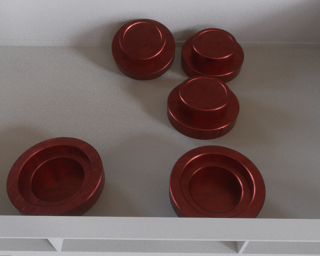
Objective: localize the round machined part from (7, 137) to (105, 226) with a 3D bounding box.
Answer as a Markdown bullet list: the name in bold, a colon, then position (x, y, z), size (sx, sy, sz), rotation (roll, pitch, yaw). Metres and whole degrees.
- **round machined part**: position (-0.110, 0.061, 0.342), size (0.099, 0.042, 0.098), rotation (0, 50, 0)

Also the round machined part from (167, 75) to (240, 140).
- **round machined part**: position (0.059, -0.035, 0.424), size (0.099, 0.042, 0.098), rotation (0, 50, 0)

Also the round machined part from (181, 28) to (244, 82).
- **round machined part**: position (0.083, -0.119, 0.487), size (0.099, 0.042, 0.098), rotation (0, 57, 0)

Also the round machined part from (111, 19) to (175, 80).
- **round machined part**: position (-0.026, -0.127, 0.477), size (0.099, 0.042, 0.098), rotation (0, 75, 0)

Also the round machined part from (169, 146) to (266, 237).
- **round machined part**: position (0.059, 0.070, 0.335), size (0.099, 0.042, 0.098), rotation (0, 50, 0)
